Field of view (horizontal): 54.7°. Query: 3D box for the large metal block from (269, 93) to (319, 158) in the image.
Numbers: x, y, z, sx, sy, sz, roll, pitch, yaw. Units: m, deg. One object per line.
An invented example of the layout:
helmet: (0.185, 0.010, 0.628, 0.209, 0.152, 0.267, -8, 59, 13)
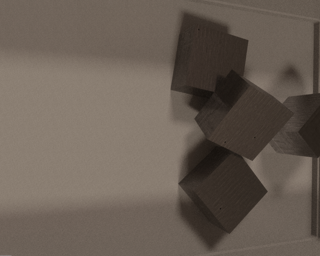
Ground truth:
large metal block: (0.212, -0.005, 0.462, 0.080, 0.080, 0.050, -46, 105, -14)

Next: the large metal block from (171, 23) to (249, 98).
large metal block: (0.067, -0.086, 0.423, 0.081, 0.050, 0.080, 10, 86, -20)

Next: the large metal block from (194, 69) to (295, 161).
large metal block: (0.106, -0.015, 0.397, 0.080, 0.050, 0.080, 25, 112, -27)

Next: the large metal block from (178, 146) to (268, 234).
large metal block: (0.087, 0.083, 0.431, 0.080, 0.050, 0.080, -42, 104, -15)
